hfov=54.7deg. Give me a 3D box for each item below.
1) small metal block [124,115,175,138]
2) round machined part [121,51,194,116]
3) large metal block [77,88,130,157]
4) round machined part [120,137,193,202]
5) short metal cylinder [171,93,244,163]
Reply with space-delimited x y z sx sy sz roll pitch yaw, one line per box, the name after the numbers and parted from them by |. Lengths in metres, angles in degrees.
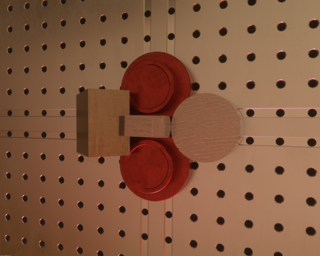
-0.009 -0.002 0.379 0.050 0.050 0.025 2 91 20 | small metal block
-0.008 -0.052 0.406 0.098 0.042 0.097 0 90 20 | round machined part
-0.077 -0.006 0.404 0.050 0.080 0.080 0 90 -25 | large metal block
-0.009 0.048 0.407 0.098 0.042 0.097 0 90 20 | round machined part
0.059 0.000 0.377 0.080 0.050 0.080 0 90 20 | short metal cylinder
